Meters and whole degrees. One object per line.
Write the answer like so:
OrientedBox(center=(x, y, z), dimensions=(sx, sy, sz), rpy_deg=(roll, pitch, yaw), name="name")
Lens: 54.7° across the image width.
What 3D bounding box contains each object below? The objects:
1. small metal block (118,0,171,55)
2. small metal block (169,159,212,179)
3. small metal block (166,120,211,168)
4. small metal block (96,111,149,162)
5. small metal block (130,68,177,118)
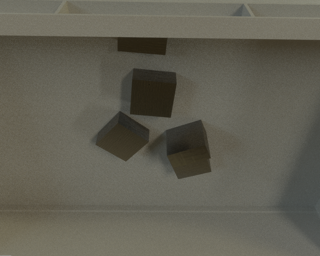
OrientedBox(center=(-0.017, -0.106, 0.319), dimensions=(0.050, 0.025, 0.050), rpy_deg=(4, 130, -4), name="small metal block")
OrientedBox(center=(0.042, 0.044, 0.446), dimensions=(0.050, 0.025, 0.050), rpy_deg=(-15, 129, 12), name="small metal block")
OrientedBox(center=(0.037, 0.021, 0.410), dimensions=(0.050, 0.050, 0.025), rpy_deg=(-17, 128, 14), name="small metal block")
OrientedBox(center=(-0.050, 0.012, 0.419), dimensions=(0.050, 0.025, 0.050), rpy_deg=(33, 122, -25), name="small metal block")
OrientedBox(center=(-0.009, -0.042, 0.373), dimensions=(0.050, 0.025, 0.050), rpy_deg=(5, 130, -4), name="small metal block")
